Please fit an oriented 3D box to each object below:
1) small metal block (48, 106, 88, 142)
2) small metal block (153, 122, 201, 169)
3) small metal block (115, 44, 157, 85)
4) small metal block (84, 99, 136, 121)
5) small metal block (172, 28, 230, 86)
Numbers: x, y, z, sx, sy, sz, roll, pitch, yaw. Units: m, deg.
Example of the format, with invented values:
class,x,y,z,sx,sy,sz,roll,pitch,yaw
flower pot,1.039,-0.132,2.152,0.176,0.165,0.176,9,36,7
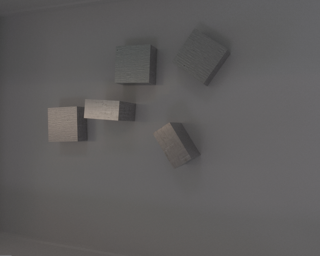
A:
class,x,y,z,sx,sy,sz,roll,pitch,yaw
small metal block,-0.137,-0.005,0.459,0.050,0.025,0.050,-2,90,20
small metal block,0.022,0.021,0.389,0.025,0.050,0.050,-34,79,17
small metal block,-0.033,-0.085,0.422,0.050,0.025,0.050,3,91,20
small metal block,-0.067,-0.024,0.421,0.050,0.050,0.025,5,92,20
small metal block,0.052,-0.089,0.392,0.050,0.025,0.050,38,102,16
